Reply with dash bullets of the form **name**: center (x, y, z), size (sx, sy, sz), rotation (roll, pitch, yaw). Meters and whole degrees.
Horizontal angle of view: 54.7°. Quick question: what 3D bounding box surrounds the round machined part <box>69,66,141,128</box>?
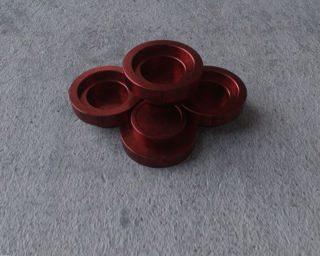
- **round machined part**: center (-0.070, -0.038, 0.425), size (0.099, 0.042, 0.098), rotation (0, 50, 0)

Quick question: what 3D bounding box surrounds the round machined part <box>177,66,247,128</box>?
- **round machined part**: center (0.066, -0.039, 0.427), size (0.099, 0.042, 0.098), rotation (0, 50, 0)

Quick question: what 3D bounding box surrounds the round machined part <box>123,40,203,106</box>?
- **round machined part**: center (0.004, -0.066, 0.394), size (0.099, 0.042, 0.098), rotation (0, 50, 0)

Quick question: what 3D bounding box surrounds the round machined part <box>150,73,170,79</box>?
- **round machined part**: center (-0.001, -0.077, 0.458), size (0.099, 0.042, 0.098), rotation (0, 50, 0)

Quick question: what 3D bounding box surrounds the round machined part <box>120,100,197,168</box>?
- **round machined part**: center (-0.002, -0.001, 0.394), size (0.099, 0.042, 0.098), rotation (0, 50, 0)
